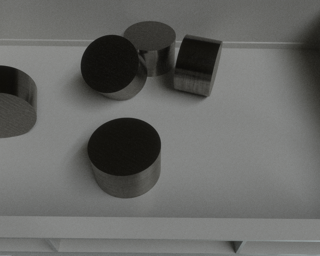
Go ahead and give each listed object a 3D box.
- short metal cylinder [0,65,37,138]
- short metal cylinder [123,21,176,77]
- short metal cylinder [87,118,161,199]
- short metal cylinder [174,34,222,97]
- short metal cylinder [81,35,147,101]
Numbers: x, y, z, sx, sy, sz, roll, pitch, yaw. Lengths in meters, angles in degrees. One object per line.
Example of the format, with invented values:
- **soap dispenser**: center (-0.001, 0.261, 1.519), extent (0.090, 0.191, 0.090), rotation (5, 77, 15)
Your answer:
- **short metal cylinder**: center (-0.200, -0.032, 0.394), extent (0.081, 0.080, 0.050), rotation (-10, 51, -9)
- **short metal cylinder**: center (-0.016, -0.127, 0.495), extent (0.081, 0.050, 0.080), rotation (0, 50, 0)
- **short metal cylinder**: center (-0.039, 0.034, 0.360), extent (0.081, 0.050, 0.080), rotation (0, 50, 0)
- **short metal cylinder**: center (0.055, -0.089, 0.445), extent (0.050, 0.080, 0.080), rotation (14, 51, 11)
- **short metal cylinder**: center (-0.062, -0.082, 0.433), extent (0.080, 0.050, 0.080), rotation (-1, 83, 10)
